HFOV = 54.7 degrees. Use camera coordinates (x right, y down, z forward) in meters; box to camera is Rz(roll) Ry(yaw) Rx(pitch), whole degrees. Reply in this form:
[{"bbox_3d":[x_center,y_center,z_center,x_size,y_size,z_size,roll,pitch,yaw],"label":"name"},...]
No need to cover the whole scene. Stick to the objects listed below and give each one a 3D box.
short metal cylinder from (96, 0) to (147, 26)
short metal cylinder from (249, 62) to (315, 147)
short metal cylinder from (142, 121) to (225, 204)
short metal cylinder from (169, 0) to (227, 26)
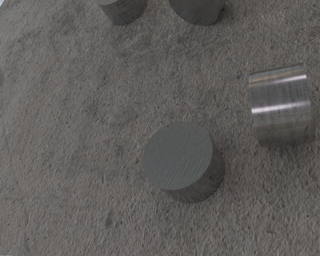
[{"bbox_3d":[-0.070,-0.236,0.570,0.080,0.050,0.080,-13,56,21],"label":"short metal cylinder"},{"bbox_3d":[0.125,-0.022,0.317,0.050,0.080,0.080,-9,58,24],"label":"short metal cylinder"},{"bbox_3d":[0.028,0.039,0.349,0.080,0.050,0.080,-13,56,21],"label":"short metal cylinder"},{"bbox_3d":[0.059,-0.200,0.460,0.080,0.080,0.050,16,71,34],"label":"short metal cylinder"}]
